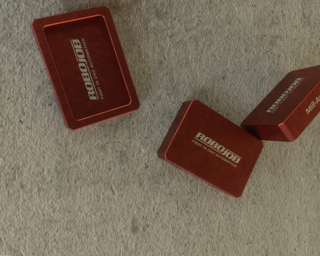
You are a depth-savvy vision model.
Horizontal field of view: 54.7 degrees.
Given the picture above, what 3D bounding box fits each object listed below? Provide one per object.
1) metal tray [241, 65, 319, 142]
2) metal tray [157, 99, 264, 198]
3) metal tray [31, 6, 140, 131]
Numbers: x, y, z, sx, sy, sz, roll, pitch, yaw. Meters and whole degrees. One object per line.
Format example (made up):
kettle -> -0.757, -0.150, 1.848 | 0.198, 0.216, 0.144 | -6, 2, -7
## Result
metal tray -> 0.188, -0.036, 0.443 | 0.130, 0.090, 0.030 | -44, 104, -15
metal tray -> 0.073, 0.030, 0.433 | 0.131, 0.030, 0.090 | 30, 80, -18
metal tray -> -0.087, -0.071, 0.373 | 0.091, 0.030, 0.129 | -20, 97, -19
